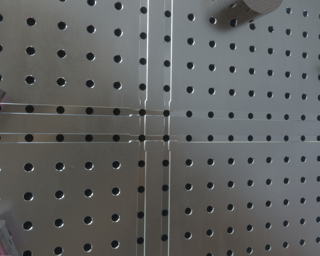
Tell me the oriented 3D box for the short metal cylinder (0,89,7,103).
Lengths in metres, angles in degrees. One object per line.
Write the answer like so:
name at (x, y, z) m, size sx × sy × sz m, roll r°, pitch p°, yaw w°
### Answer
short metal cylinder at (-0.205, -0.035, 0.307) m, size 0.080 × 0.080 × 0.050 m, roll 31°, pitch 80°, yaw -18°

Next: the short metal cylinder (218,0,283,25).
short metal cylinder at (0.131, -0.198, 0.449) m, size 0.081 × 0.050 × 0.079 m, roll 0°, pitch 90°, yaw -20°

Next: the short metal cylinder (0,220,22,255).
short metal cylinder at (-0.188, 0.138, 0.314) m, size 0.081 × 0.080 × 0.050 m, roll -24°, pitch 98°, yaw -19°
